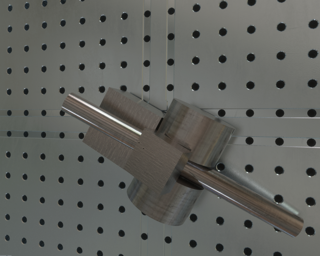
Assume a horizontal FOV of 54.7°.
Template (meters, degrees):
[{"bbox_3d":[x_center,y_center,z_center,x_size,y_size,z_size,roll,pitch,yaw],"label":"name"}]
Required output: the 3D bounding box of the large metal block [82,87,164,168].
[{"bbox_3d":[-0.041,0.003,0.408,0.080,0.050,0.080,31,100,17],"label":"large metal block"}]

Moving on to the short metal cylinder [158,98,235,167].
[{"bbox_3d":[0.041,0.004,0.366,0.080,0.080,0.050,29,100,17],"label":"short metal cylinder"}]

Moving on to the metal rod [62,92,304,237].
[{"bbox_3d":[0.024,0.041,0.358,0.301,0.025,0.025,29,100,2],"label":"metal rod"}]

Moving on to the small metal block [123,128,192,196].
[{"bbox_3d":[-0.003,0.034,0.326,0.050,0.025,0.050,32,101,25],"label":"small metal block"}]

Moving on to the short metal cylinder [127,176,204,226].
[{"bbox_3d":[0.007,0.073,0.377,0.080,0.080,0.050,32,100,17],"label":"short metal cylinder"}]
